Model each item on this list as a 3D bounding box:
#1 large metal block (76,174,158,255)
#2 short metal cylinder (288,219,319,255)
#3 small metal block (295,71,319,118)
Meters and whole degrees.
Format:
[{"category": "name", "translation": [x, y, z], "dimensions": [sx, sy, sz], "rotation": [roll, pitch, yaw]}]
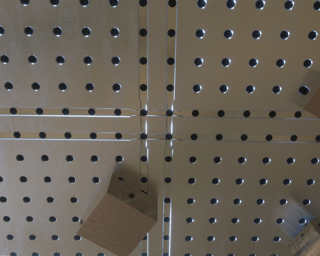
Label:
[{"category": "large metal block", "translation": [-0.059, 0.128, 0.446], "dimensions": [0.080, 0.050, 0.080], "rotation": [33, 107, -12]}, {"category": "short metal cylinder", "translation": [0.239, 0.181, 0.453], "dimensions": [0.080, 0.080, 0.050], "rotation": [30, 107, -11]}, {"category": "small metal block", "translation": [0.216, -0.038, 0.401], "dimensions": [0.050, 0.025, 0.050], "rotation": [27, 108, -10]}]
